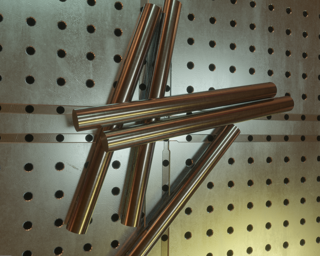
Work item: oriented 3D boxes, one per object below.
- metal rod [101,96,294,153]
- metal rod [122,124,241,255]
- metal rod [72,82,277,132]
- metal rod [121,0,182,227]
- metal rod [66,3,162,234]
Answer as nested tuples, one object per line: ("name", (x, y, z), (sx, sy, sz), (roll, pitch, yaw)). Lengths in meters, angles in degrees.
("metal rod", (0.069, -0.011, 0.421), (0.303, 0.025, 0.025), (-12, 94, -27))
("metal rod", (0.013, 0.111, 0.418), (0.025, 0.025, 0.300), (44, 76, -15))
("metal rod", (0.039, -0.033, 0.407), (0.303, 0.025, 0.025), (-11, 94, -28))
("metal rod", (-0.010, -0.022, 0.409), (0.025, 0.025, 0.298), (12, 86, -20))
("metal rod", (-0.055, -0.017, 0.392), (0.025, 0.025, 0.299), (21, 83, -19))
